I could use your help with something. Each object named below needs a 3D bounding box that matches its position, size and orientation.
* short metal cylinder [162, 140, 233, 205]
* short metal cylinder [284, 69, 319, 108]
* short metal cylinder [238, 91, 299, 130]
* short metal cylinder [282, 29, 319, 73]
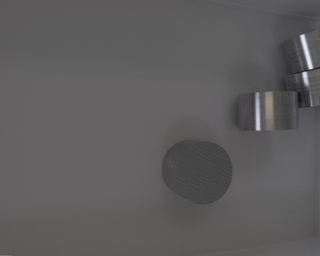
[{"bbox_3d":[0.049,0.057,0.415,0.081,0.050,0.080,0,90,-20],"label":"short metal cylinder"},{"bbox_3d":[0.233,-0.062,0.467,0.081,0.080,0.050,-13,95,-20],"label":"short metal cylinder"},{"bbox_3d":[0.151,-0.023,0.437,0.081,0.080,0.050,-2,91,-20],"label":"short metal cylinder"},{"bbox_3d":[0.232,-0.119,0.466,0.081,0.080,0.050,-20,97,-19],"label":"short metal cylinder"}]
